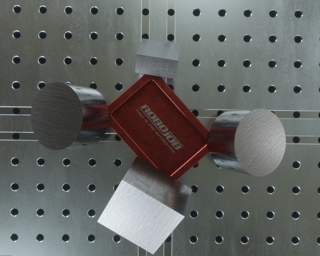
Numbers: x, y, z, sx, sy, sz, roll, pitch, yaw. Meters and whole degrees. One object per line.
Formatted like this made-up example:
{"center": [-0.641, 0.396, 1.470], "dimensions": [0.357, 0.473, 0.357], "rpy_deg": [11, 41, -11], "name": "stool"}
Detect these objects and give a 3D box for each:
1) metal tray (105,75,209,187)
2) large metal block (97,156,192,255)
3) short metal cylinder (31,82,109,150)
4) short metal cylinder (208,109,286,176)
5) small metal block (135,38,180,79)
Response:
{"center": [-0.001, 0.001, 0.410], "dimensions": [0.090, 0.030, 0.130], "rpy_deg": [-41, 90, 0], "name": "metal tray"}
{"center": [-0.019, 0.096, 0.383], "dimensions": [0.080, 0.050, 0.079], "rpy_deg": [31, 121, -1], "name": "large metal block"}
{"center": [-0.111, -0.014, 0.385], "dimensions": [0.080, 0.050, 0.079], "rpy_deg": [0, 91, 25], "name": "short metal cylinder"}
{"center": [0.108, 0.017, 0.386], "dimensions": [0.081, 0.050, 0.079], "rpy_deg": [0, 91, -27], "name": "short metal cylinder"}
{"center": [-0.002, -0.090, 0.398], "dimensions": [0.050, 0.050, 0.025], "rpy_deg": [9, 128, 0], "name": "small metal block"}
